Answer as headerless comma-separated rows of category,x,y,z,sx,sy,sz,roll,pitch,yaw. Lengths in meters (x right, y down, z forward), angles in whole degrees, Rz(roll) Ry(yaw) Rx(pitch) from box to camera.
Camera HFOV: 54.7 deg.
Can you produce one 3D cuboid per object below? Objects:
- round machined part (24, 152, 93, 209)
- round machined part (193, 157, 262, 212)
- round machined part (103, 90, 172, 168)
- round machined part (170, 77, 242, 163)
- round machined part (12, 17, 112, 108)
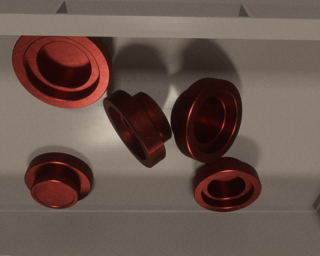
round machined part,-0.154,0.086,0.469,0.099,0.042,0.097,-1,130,0
round machined part,0.099,0.081,0.469,0.099,0.042,0.097,-1,130,0
round machined part,-0.023,-0.004,0.370,0.042,0.098,0.098,-35,131,-17
round machined part,0.051,-0.011,0.367,0.099,0.042,0.097,-16,114,-39
round machined part,-0.101,-0.072,0.335,0.099,0.042,0.097,-1,130,0
